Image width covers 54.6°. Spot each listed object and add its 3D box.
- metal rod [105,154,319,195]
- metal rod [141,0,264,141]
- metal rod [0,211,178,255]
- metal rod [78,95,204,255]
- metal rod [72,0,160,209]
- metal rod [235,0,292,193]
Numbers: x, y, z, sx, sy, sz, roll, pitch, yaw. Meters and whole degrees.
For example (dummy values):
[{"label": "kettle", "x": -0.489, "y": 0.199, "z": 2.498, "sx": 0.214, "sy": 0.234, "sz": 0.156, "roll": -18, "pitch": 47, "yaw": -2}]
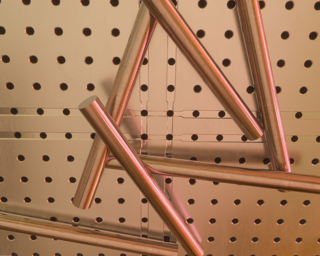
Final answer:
[{"label": "metal rod", "x": 0.066, "y": 0.059, "z": 0.419, "sx": 0.301, "sy": 0.025, "sz": 0.025, "roll": 7, "pitch": 110, "yaw": 4}, {"label": "metal rod", "x": 0.036, "y": -0.094, "z": 0.358, "sx": 0.025, "sy": 0.025, "sz": 0.300, "roll": -37, "pitch": 114, "yaw": 12}, {"label": "metal rod", "x": -0.122, "y": 0.162, "z": 0.472, "sx": 0.302, "sy": 0.025, "sz": 0.025, "roll": 12, "pitch": 110, "yaw": -5}, {"label": "metal rod", "x": -0.012, "y": 0.083, "z": 0.415, "sx": 0.025, "sy": 0.025, "sz": 0.299, "roll": -27, "pitch": 119, "yaw": 9}, {"label": "metal rod", "x": -0.052, "y": -0.033, "z": 0.384, "sx": 0.025, "sy": 0.025, "sz": 0.298, "roll": 20, "pitch": 103, "yaw": -7}, {"label": "metal rod", "x": 0.135, "y": -0.048, "z": 0.396, "sx": 0.025, "sy": 0.025, "sz": 0.299, "roll": -17, "pitch": 109, "yaw": 6}]
